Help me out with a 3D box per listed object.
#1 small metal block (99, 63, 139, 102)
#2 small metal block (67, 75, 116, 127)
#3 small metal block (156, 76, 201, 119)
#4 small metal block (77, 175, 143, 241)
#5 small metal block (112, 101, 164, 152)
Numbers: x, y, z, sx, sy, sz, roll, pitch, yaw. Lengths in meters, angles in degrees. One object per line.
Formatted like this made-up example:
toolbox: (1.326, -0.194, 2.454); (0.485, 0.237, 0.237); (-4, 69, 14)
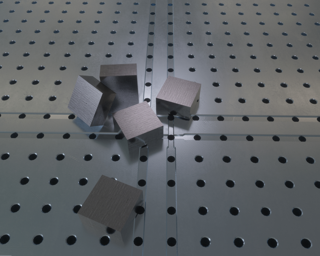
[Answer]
small metal block: (-0.057, -0.064, 0.445); (0.050, 0.050, 0.025); (-3, 50, -2)
small metal block: (-0.093, -0.037, 0.419); (0.050, 0.050, 0.025); (37, 24, 26)
small metal block: (0.027, -0.045, 0.446); (0.050, 0.025, 0.050); (17, 52, 13)
small metal block: (-0.052, 0.085, 0.336); (0.050, 0.025, 0.050); (19, 52, 15)
small metal block: (-0.029, -0.003, 0.411); (0.050, 0.025, 0.050); (-22, 53, -18)
